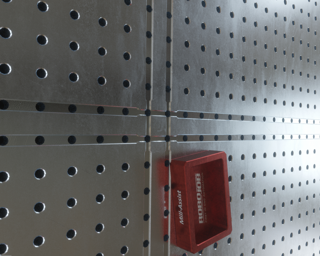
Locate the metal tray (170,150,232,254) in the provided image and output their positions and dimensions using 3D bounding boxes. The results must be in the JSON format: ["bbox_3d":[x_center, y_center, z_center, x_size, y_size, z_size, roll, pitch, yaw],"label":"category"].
[{"bbox_3d":[0.063,0.104,0.457,0.091,0.030,0.129,-9,96,-39],"label":"metal tray"}]
